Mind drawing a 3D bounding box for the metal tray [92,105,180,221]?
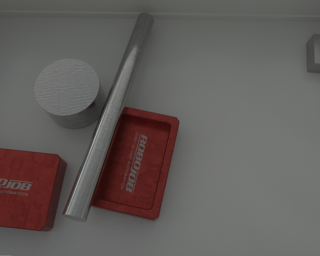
[{"bbox_3d":[-0.032,0.042,0.391,0.090,0.030,0.130,12,70,4],"label":"metal tray"}]

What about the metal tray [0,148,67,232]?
[{"bbox_3d":[-0.191,0.073,0.378,0.131,0.030,0.090,6,70,2],"label":"metal tray"}]

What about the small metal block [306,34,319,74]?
[{"bbox_3d":[0.245,-0.106,0.452,0.050,0.025,0.050,8,70,2],"label":"small metal block"}]

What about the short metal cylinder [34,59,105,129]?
[{"bbox_3d":[-0.117,-0.044,0.411,0.081,0.050,0.080,0,70,0],"label":"short metal cylinder"}]

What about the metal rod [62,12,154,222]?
[{"bbox_3d":[-0.054,-0.035,0.389,0.025,0.025,0.300,13,61,4],"label":"metal rod"}]
